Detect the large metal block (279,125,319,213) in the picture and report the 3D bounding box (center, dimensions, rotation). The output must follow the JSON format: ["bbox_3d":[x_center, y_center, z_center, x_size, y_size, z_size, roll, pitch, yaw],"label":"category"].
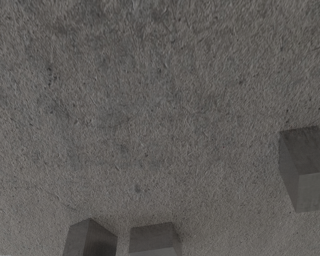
[{"bbox_3d":[0.199,0.056,0.420,0.050,0.080,0.080,-10,130,8],"label":"large metal block"}]

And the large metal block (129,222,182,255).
[{"bbox_3d":[-0.006,0.226,0.583,0.080,0.050,0.080,-12,129,9],"label":"large metal block"}]

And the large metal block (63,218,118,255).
[{"bbox_3d":[-0.125,0.224,0.560,0.050,0.080,0.080,-27,125,21],"label":"large metal block"}]
